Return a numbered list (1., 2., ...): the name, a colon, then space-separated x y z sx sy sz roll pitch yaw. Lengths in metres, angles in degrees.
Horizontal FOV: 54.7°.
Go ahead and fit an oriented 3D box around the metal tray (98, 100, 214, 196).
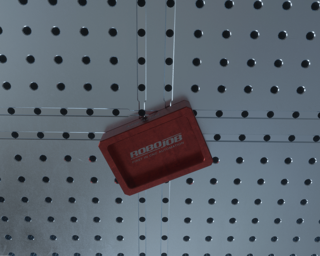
1. metal tray: -0.005 0.029 0.421 0.130 0.030 0.090 -22 109 7
